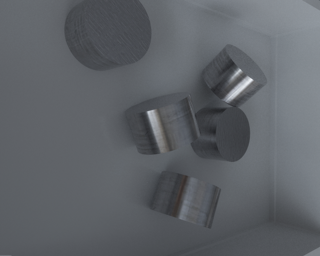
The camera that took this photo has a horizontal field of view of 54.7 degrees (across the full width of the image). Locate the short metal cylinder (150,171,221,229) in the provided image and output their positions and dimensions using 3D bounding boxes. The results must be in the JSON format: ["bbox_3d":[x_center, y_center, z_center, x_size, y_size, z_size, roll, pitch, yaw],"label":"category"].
[{"bbox_3d":[0.033,0.092,0.398,0.080,0.080,0.050,29,72,-36],"label":"short metal cylinder"}]

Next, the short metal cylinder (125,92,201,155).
[{"bbox_3d":[0.004,-0.007,0.374,0.081,0.080,0.050,-27,108,-37],"label":"short metal cylinder"}]

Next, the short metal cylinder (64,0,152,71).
[{"bbox_3d":[-0.057,-0.107,0.342,0.081,0.050,0.080,0,90,-40],"label":"short metal cylinder"}]

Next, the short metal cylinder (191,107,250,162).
[{"bbox_3d":[0.091,0.009,0.465,0.081,0.050,0.079,-1,92,-40],"label":"short metal cylinder"}]

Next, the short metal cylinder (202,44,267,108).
[{"bbox_3d":[0.110,-0.077,0.457,0.080,0.050,0.080,27,37,-23],"label":"short metal cylinder"}]
